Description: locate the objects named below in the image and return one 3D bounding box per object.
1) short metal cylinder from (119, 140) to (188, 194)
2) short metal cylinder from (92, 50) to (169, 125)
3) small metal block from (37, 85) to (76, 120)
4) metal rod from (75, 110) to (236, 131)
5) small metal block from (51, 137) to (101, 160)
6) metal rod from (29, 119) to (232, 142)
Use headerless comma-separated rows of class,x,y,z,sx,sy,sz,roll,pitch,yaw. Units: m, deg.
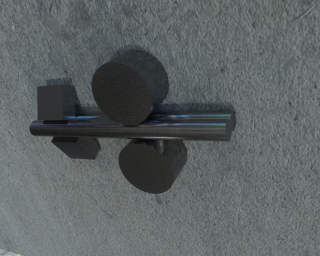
short metal cylinder,-0.009,0.042,0.423,0.080,0.050,0.079,13,124,21
short metal cylinder,-0.035,-0.050,0.380,0.080,0.050,0.079,13,124,21
small metal block,-0.152,-0.036,0.454,0.050,0.025,0.050,0,91,28
metal rod,-0.048,-0.010,0.428,0.300,0.025,0.025,0,119,28
small metal block,-0.129,0.025,0.479,0.050,0.025,0.050,0,145,27
metal rod,-0.058,0.001,0.408,0.300,0.025,0.025,0,119,28
